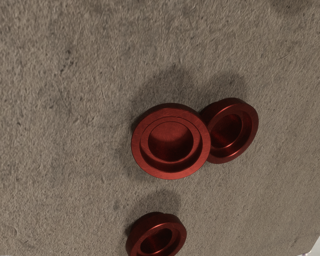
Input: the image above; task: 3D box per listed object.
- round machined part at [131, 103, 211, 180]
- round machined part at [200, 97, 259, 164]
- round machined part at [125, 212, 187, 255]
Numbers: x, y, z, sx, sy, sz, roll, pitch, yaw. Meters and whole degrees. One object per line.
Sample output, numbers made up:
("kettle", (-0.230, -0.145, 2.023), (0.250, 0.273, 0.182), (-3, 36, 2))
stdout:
("round machined part", (0.013, 0.014, 0.397), (0.099, 0.042, 0.097), (0, 112, -1))
("round machined part", (0.089, 0.000, 0.447), (0.099, 0.042, 0.097), (-14, 125, -22))
("round machined part", (-0.010, 0.175, 0.501), (0.099, 0.042, 0.097), (-14, 125, -21))
